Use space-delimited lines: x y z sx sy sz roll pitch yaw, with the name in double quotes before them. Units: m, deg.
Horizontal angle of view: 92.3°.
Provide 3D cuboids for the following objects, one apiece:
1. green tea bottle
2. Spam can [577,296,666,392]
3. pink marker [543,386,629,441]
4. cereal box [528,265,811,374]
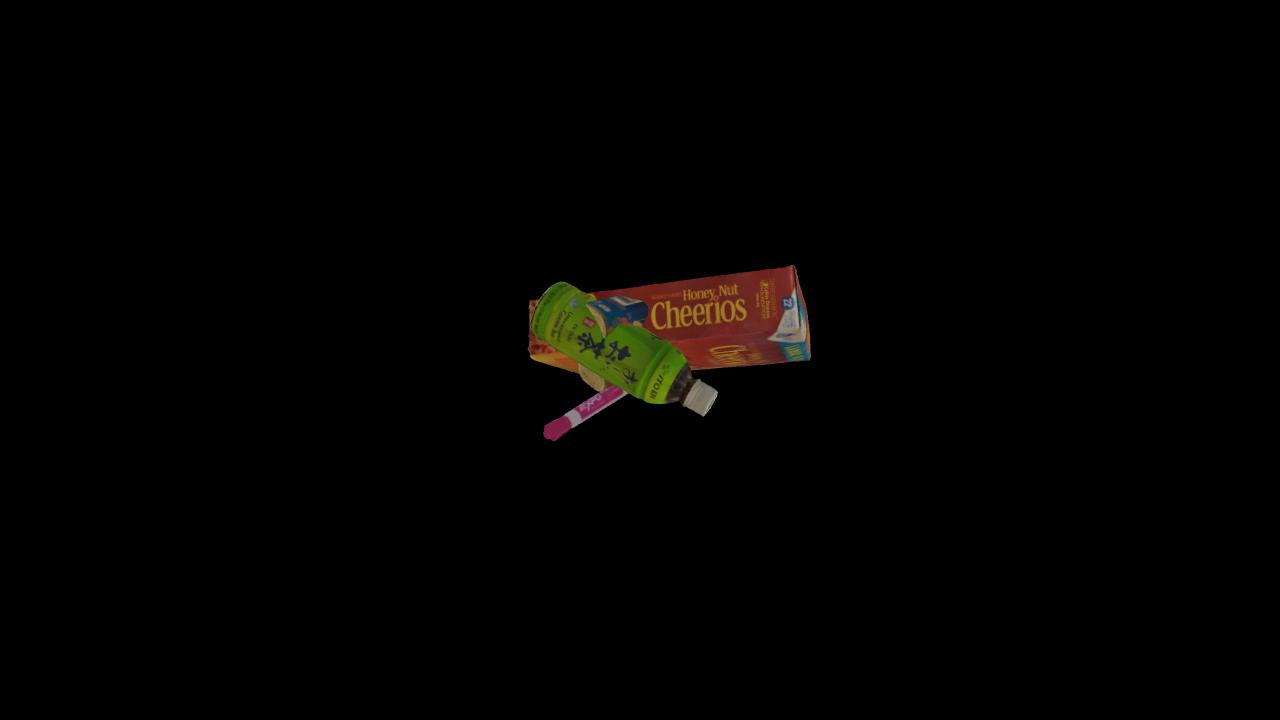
"green tea bottle" -0.015 -0.007 0.658 0.212 0.073 0.073 31 7 12
"Spam can" -0.020 -0.023 0.683 0.085 0.101 0.058 -17 36 -34
"pink marker" -0.054 0.052 0.650 0.020 0.020 0.121 0 23 45
"cereal box" 0.046 -0.034 0.747 0.306 0.081 0.203 -5 -10 16
